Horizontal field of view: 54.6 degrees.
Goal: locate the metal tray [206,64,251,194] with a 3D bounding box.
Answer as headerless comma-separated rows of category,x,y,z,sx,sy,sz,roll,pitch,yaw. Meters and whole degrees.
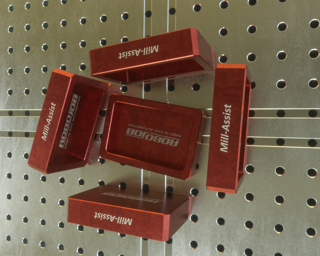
metal tray,0.080,0.000,0.350,0.030,0.090,0.129,5,92,20

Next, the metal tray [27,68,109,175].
metal tray,-0.121,-0.008,0.421,0.030,0.090,0.129,19,96,19

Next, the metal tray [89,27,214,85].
metal tray,-0.008,-0.083,0.381,0.130,0.090,0.030,-7,88,20

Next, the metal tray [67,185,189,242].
metal tray,-0.037,0.102,0.392,0.130,0.090,0.030,4,92,20

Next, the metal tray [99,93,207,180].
metal tray,-0.011,0.009,0.413,0.130,0.030,0.090,12,94,19
